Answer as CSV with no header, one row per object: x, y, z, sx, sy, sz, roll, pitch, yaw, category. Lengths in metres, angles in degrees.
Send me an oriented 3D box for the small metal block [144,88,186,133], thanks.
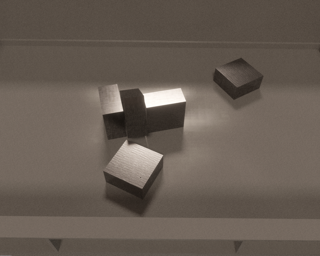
0.005,-0.022,0.408,0.050,0.050,0.025,-10,51,-9,small metal block

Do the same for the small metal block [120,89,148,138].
-0.034,-0.020,0.393,0.025,0.050,0.050,-9,19,-9,small metal block

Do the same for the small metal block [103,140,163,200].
-0.030,0.048,0.364,0.050,0.025,0.050,22,53,17,small metal block

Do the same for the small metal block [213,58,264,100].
0.118,-0.076,0.470,0.050,0.025,0.050,-24,54,-20,small metal block

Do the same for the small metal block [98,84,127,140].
-0.062,-0.021,0.406,0.025,0.050,0.050,-11,51,-9,small metal block
